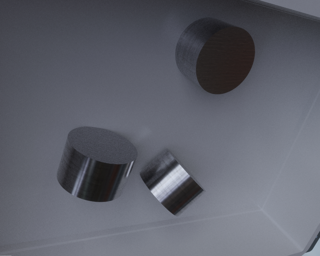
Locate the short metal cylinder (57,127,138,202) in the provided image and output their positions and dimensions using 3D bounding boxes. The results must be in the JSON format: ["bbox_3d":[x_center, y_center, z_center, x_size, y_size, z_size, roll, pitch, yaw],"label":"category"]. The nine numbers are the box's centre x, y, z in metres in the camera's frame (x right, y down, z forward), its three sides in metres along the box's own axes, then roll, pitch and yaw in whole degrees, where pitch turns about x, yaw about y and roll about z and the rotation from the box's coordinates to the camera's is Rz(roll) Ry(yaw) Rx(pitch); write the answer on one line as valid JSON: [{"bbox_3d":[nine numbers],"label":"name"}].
[{"bbox_3d":[-0.072,0.040,0.358,0.081,0.080,0.050,8,114,-32],"label":"short metal cylinder"}]

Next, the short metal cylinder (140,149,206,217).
[{"bbox_3d":[0.018,0.074,0.428,0.050,0.080,0.080,-42,129,1],"label":"short metal cylinder"}]

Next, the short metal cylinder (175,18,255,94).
[{"bbox_3d":[0.066,-0.087,0.374,0.081,0.050,0.079,-14,124,-21],"label":"short metal cylinder"}]
